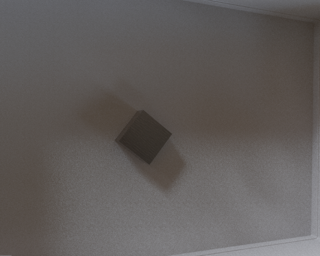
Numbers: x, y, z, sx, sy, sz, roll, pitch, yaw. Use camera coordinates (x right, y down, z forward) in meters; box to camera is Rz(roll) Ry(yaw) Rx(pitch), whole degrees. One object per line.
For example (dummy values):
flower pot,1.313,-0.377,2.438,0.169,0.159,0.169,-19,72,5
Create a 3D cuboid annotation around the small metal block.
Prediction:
small metal block,-0.022,0.012,0.404,0.050,0.025,0.050,40,77,-16
